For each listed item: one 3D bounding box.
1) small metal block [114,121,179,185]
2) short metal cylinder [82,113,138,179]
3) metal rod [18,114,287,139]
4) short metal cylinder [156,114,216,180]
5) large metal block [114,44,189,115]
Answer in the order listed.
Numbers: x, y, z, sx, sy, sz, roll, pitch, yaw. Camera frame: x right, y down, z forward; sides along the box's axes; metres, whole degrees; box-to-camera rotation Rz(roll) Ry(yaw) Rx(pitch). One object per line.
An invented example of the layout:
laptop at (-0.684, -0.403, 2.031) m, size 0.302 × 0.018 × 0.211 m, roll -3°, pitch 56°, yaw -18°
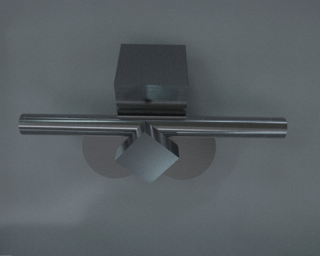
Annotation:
small metal block at (-0.014, 0.029, 0.349) m, size 0.050 × 0.025 × 0.050 m, roll 38°, pitch 112°, yaw -19°
short metal cylinder at (-0.053, 0.021, 0.397) m, size 0.081 × 0.050 × 0.079 m, roll 0°, pitch 90°, yaw -1°
metal rod at (-0.007, -0.002, 0.360) m, size 0.302 × 0.025 × 0.025 m, roll 1°, pitch 90°, yaw -1°
short metal cylinder at (0.027, 0.023, 0.398) m, size 0.081 × 0.050 × 0.079 m, roll 0°, pitch 90°, yaw -1°
large metal block at (-0.009, -0.058, 0.377) m, size 0.081 × 0.050 × 0.080 m, roll 1°, pitch 47°, yaw 0°
